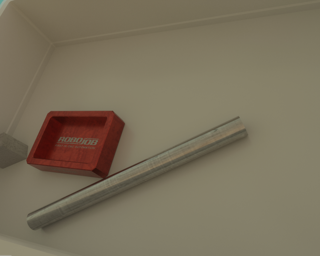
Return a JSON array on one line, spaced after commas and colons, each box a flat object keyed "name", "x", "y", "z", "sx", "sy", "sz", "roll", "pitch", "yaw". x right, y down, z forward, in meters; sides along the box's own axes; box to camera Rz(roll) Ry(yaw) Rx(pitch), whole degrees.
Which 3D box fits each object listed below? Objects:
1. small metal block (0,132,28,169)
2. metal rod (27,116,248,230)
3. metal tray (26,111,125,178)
[{"name": "small metal block", "x": -0.251, "y": 0.037, "z": 0.496, "sx": 0.050, "sy": 0.050, "sz": 0.025, "roll": -22, "pitch": 54, "yaw": 15}, {"name": "metal rod", "x": -0.037, "y": 0.061, "z": 0.385, "sx": 0.301, "sy": 0.025, "sz": 0.025, "roll": -26, "pitch": 53, "yaw": 11}, {"name": "metal tray", "x": -0.124, "y": 0.021, "z": 0.452, "sx": 0.130, "sy": 0.030, "sz": 0.090, "roll": 2, "pitch": 62, "yaw": 28}]
